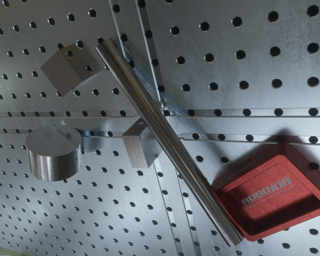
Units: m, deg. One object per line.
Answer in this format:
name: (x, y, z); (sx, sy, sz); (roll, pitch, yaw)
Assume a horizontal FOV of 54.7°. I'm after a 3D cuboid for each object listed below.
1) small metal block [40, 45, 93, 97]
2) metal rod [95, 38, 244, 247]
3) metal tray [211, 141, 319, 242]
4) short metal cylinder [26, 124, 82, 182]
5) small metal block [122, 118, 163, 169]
small metal block: (-0.130, -0.079, 0.431); (0.050, 0.025, 0.050); (-26, 104, 37)
metal rod: (0.014, 0.020, 0.391); (0.025, 0.025, 0.299); (-32, 93, 38)
metal tray: (0.133, 0.084, 0.389); (0.090, 0.030, 0.129); (44, 129, -3)
short metal cylinder: (-0.165, 0.037, 0.486); (0.080, 0.080, 0.050); (21, 126, 16)
small metal block: (-0.022, 0.019, 0.419); (0.025, 0.050, 0.050); (-1, 118, 29)
